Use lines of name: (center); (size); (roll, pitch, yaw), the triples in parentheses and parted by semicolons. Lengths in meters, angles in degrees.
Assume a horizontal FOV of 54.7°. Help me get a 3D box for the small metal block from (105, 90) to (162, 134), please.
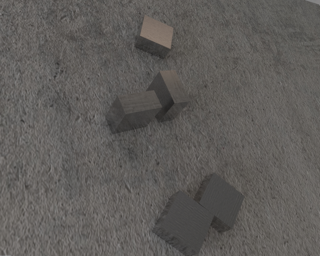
small metal block: (-0.033, -0.019, 0.381); (0.050, 0.050, 0.025); (-13, 69, -34)

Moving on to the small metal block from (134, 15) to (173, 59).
small metal block: (-0.009, -0.142, 0.485); (0.050, 0.025, 0.050); (19, 54, -17)

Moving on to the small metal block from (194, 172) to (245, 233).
small metal block: (0.071, 0.093, 0.385); (0.050, 0.025, 0.050); (38, 51, -3)

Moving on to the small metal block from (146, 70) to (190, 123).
small metal block: (0.009, -0.042, 0.418); (0.025, 0.050, 0.050); (-11, 67, -33)

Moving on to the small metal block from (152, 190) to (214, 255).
small metal block: (0.027, 0.108, 0.352); (0.050, 0.025, 0.050); (37, 51, -4)
